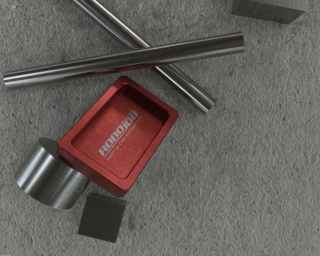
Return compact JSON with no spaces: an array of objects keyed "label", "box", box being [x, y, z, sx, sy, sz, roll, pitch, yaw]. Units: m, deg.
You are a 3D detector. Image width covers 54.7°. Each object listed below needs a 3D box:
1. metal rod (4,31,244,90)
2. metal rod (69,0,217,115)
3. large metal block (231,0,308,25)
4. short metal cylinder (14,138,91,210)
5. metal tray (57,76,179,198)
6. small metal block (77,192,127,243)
[{"label":"metal rod","box":[-0.050,-0.083,0.388,0.301,0.025,0.025,-8,90,7]},{"label":"metal rod","box":[-0.048,-0.124,0.409,0.300,0.025,0.025,40,90,-1]},{"label":"large metal block","box":[0.144,-0.188,0.399,0.080,0.050,0.080,10,90,-1]},{"label":"short metal cylinder","box":[-0.127,0.055,0.381,0.080,0.080,0.050,35,91,-1]},{"label":"metal tray","box":[-0.046,0.006,0.372,0.090,0.030,0.130,35,55,0]},{"label":"small metal block","box":[-0.075,0.118,0.409,0.050,0.025,0.050,14,90,-1]}]
